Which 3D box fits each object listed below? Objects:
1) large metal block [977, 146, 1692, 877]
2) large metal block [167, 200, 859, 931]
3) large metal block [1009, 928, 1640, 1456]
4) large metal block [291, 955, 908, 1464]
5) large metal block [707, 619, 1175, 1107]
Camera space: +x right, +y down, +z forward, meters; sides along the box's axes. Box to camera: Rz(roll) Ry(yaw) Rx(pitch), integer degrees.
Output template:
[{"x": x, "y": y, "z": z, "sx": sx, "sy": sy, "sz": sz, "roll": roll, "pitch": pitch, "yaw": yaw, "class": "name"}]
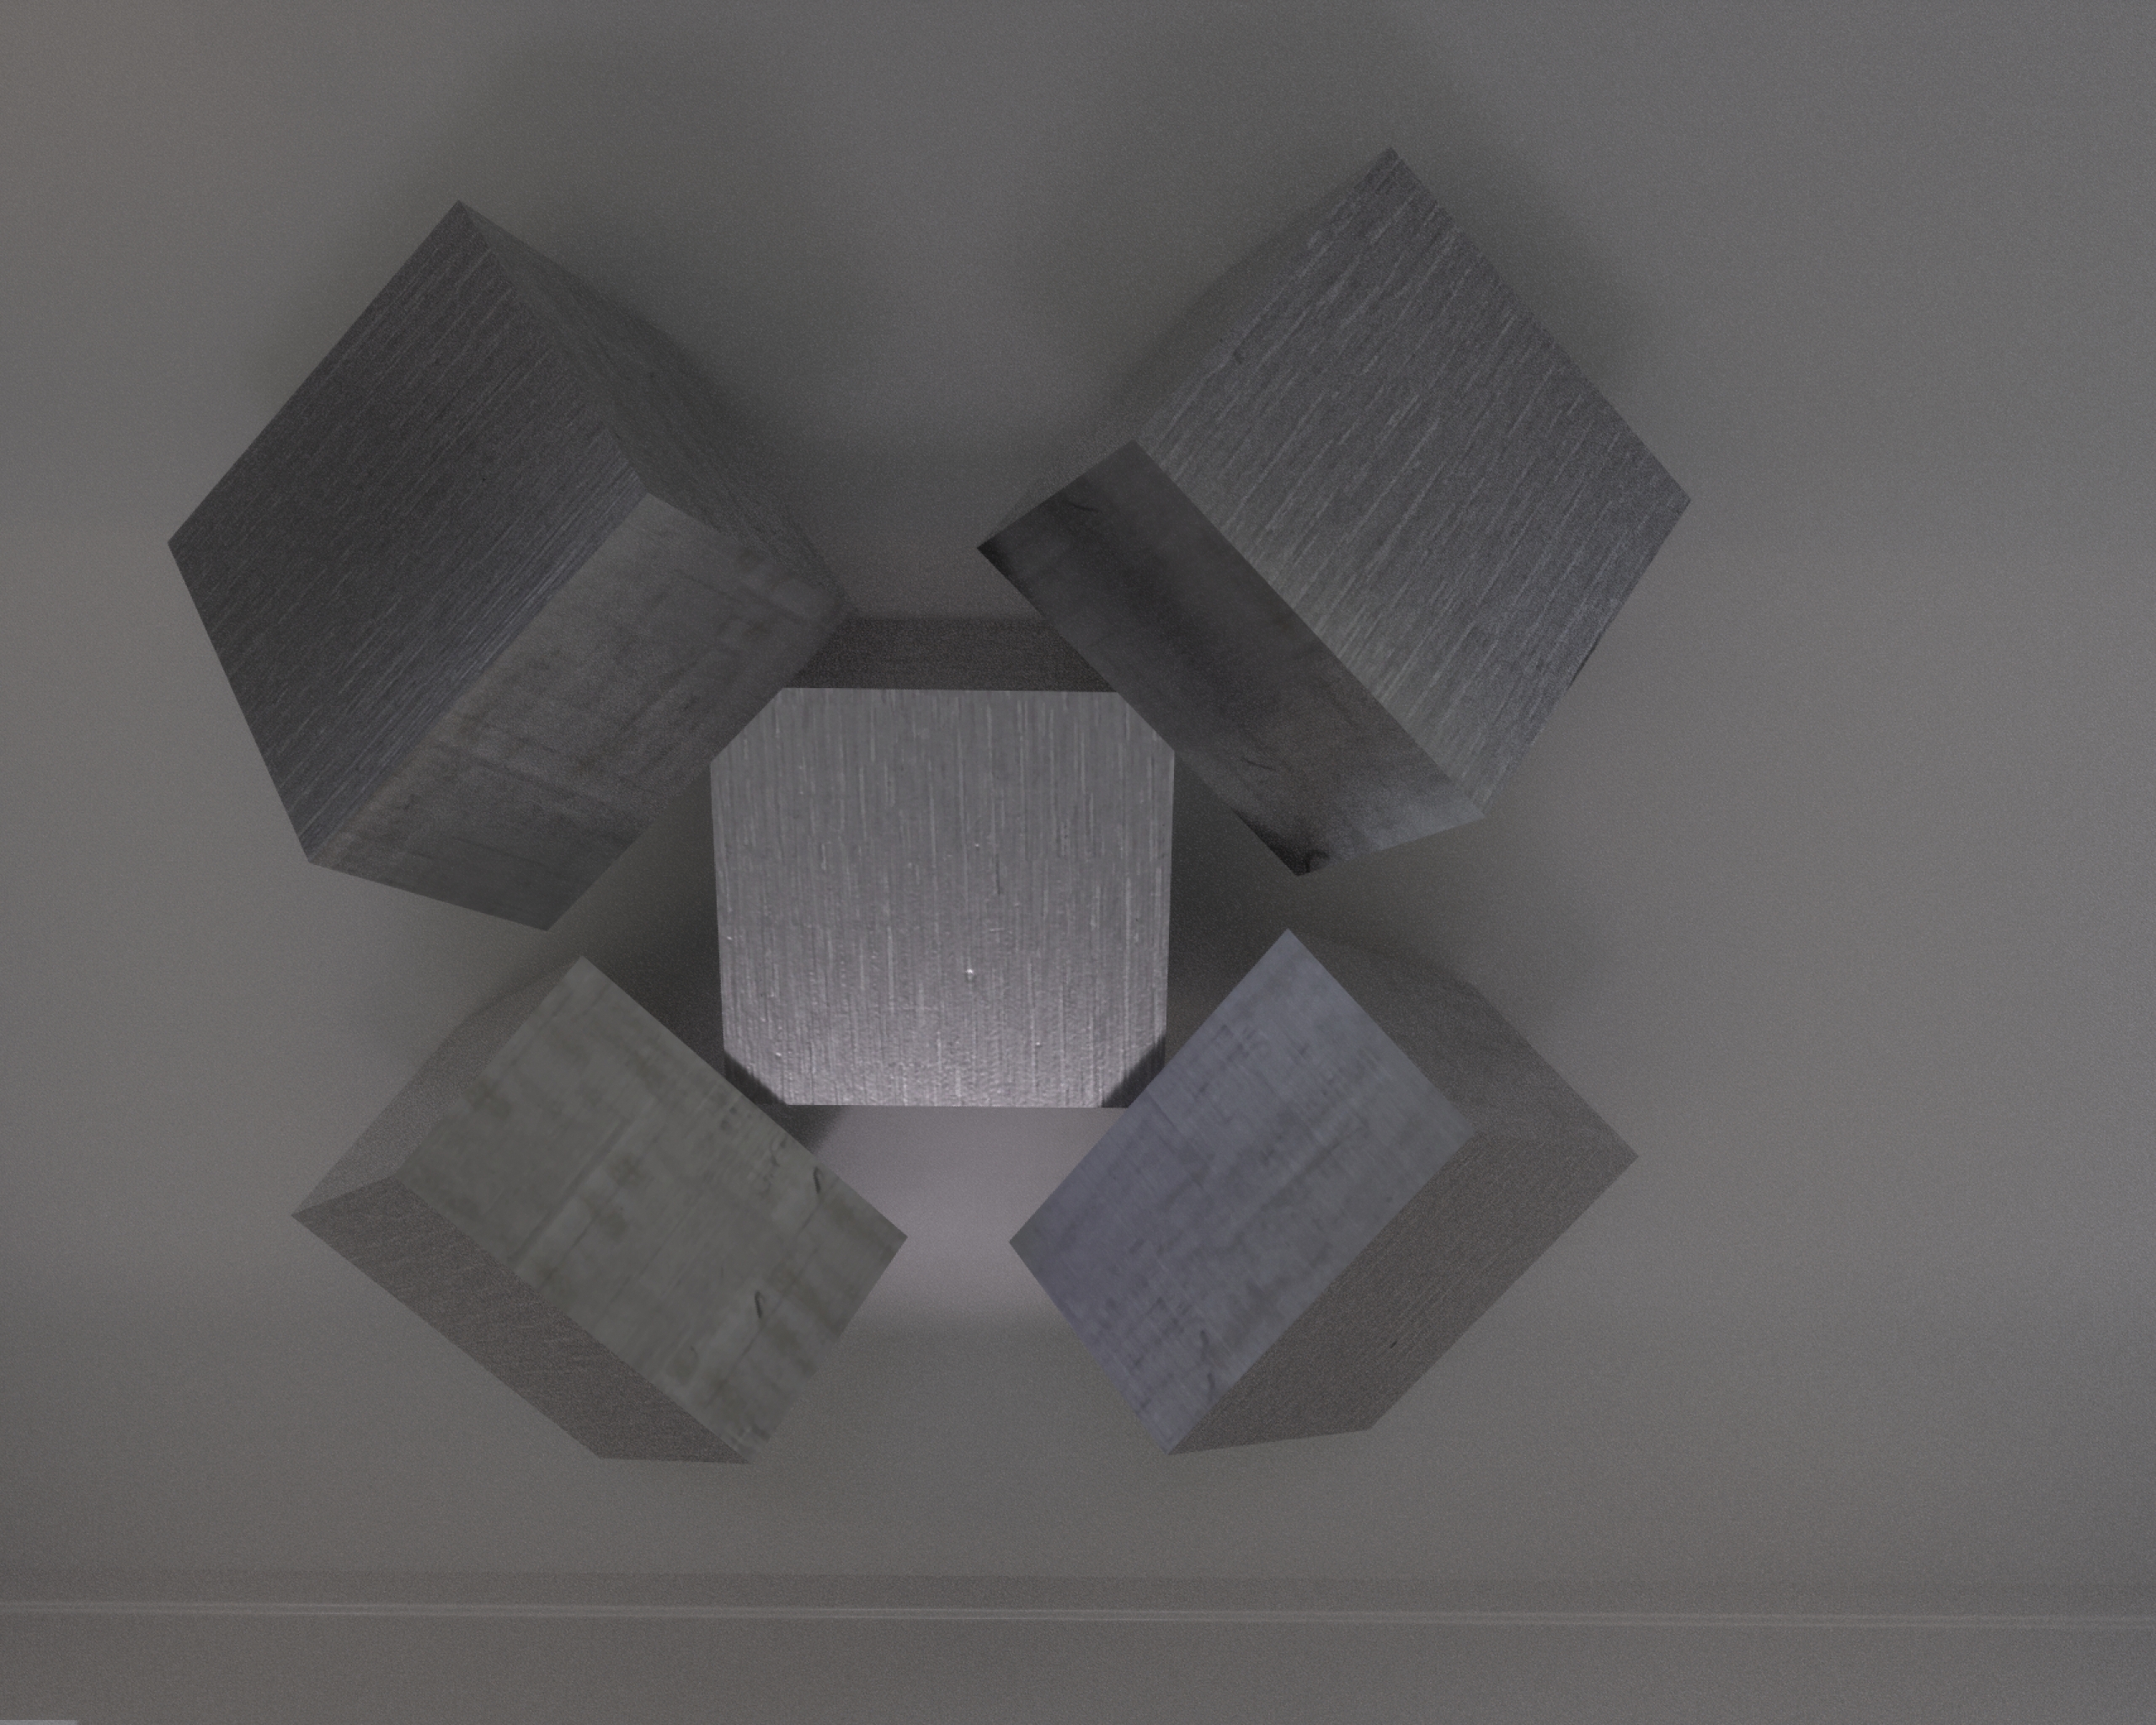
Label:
[{"x": 0.045, "y": -0.057, "z": 0.353, "sx": 0.080, "sy": 0.050, "sz": 0.080, "roll": 45, "pitch": 61, "yaw": -14, "class": "large metal block"}, {"x": -0.097, "y": -0.049, "z": 0.353, "sx": 0.080, "sy": 0.080, "sz": 0.050, "roll": -44, "pitch": 148, "yaw": 14, "class": "large metal block"}, {"x": 0.048, "y": 0.064, "z": 0.397, "sx": 0.080, "sy": 0.050, "sz": 0.080, "roll": -50, "pitch": 148, "yaw": 15, "class": "large metal block"}, {"x": -0.093, "y": 0.070, "z": 0.399, "sx": 0.080, "sy": 0.050, "sz": 0.080, "roll": 44, "pitch": 148, "yaw": -15, "class": "large metal block"}, {"x": -0.024, "y": -0.001, "z": 0.395, "sx": 0.081, "sy": 0.050, "sz": 0.079, "roll": 1, "pitch": 110, "yaw": -1, "class": "large metal block"}]
